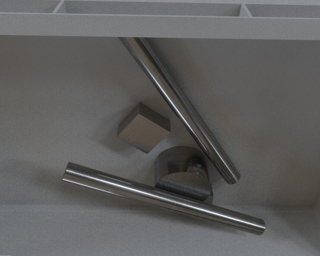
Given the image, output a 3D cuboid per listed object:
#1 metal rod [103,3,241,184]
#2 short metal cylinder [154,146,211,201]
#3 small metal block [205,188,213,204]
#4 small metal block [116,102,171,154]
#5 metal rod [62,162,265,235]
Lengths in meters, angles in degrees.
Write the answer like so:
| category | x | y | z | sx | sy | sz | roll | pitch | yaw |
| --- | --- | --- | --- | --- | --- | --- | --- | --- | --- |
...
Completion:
| category | x | y | z | sx | sy | sz | roll | pitch | yaw |
| --- | --- | --- | --- | --- | --- | --- | --- | --- | --- |
| metal rod | 0.033 | -0.020 | 0.392 | 0.025 | 0.025 | 0.300 | -26 | 126 | 20 |
| short metal cylinder | 0.032 | 0.072 | 0.455 | 0.081 | 0.050 | 0.079 | 0 | 130 | 0 |
| small metal block | 0.059 | 0.117 | 0.510 | 0.050 | 0.025 | 0.050 | -1 | 130 | 0 |
| small metal block | -0.022 | 0.001 | 0.410 | 0.050 | 0.025 | 0.050 | 31 | 123 | -24 |
| metal rod | 0.017 | 0.103 | 0.431 | 0.302 | 0.025 | 0.025 | 20 | 127 | -17 |
